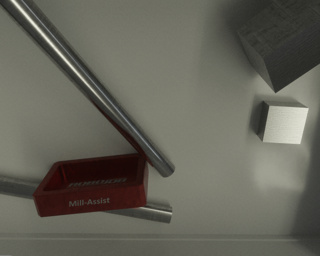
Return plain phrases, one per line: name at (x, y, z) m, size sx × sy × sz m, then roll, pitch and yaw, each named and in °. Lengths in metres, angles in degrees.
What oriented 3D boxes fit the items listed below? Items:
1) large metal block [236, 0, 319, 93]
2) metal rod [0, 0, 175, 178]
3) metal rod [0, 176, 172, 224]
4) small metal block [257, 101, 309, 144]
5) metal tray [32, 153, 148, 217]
large metal block at (0.142, -0.096, 0.343) m, size 0.080 × 0.050 × 0.080 m, roll -36°, pitch 148°, yaw 12°
metal rod at (-0.063, -0.032, 0.340) m, size 0.025 × 0.025 × 0.300 m, roll -30°, pitch 130°, yaw 10°
metal rod at (-0.132, 0.099, 0.446) m, size 0.302 × 0.025 × 0.025 m, roll 11°, pitch 110°, yaw -5°
small metal block at (0.162, -0.008, 0.411) m, size 0.050 × 0.025 × 0.050 m, roll 3°, pitch 110°, yaw -2°
metal tray at (-0.082, 0.070, 0.401) m, size 0.131 × 0.090 × 0.030 m, roll -6°, pitch 110°, yaw 2°
